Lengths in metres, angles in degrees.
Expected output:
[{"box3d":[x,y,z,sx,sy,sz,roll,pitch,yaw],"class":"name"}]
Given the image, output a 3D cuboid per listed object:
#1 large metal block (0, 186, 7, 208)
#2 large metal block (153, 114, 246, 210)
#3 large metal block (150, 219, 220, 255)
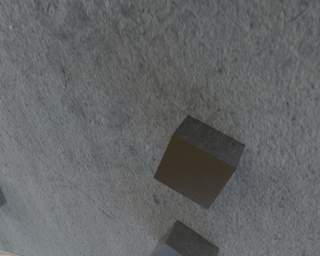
[{"box3d":[-0.400,0.141,0.685,0.080,0.050,0.079,9,122,23],"class":"large metal block"},{"box3d":[0.048,0.043,0.391,0.080,0.050,0.079,29,128,9],"class":"large metal block"},{"box3d":[0.035,0.208,0.500,0.080,0.050,0.079,34,129,5],"class":"large metal block"}]
